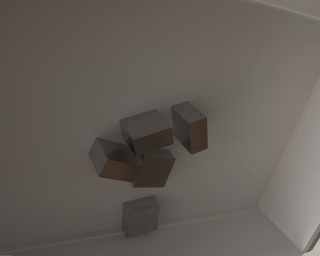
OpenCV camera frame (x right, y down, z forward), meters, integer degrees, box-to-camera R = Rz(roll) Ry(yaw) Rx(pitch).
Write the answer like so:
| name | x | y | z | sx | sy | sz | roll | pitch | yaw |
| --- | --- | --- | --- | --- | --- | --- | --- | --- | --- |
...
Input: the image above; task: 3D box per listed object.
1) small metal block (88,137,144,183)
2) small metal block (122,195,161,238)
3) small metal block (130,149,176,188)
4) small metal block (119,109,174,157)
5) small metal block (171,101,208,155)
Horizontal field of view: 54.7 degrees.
| name | x | y | z | sx | sy | sz | roll | pitch | yaw |
| --- | --- | --- | --- | --- | --- | --- | --- | --- | --- |
| small metal block | -0.056 | 0.040 | 0.387 | 0.050 | 0.050 | 0.025 | 17 | 109 | -35 |
| small metal block | -0.030 | 0.136 | 0.476 | 0.050 | 0.025 | 0.050 | -8 | 122 | -25 |
| small metal block | -0.013 | 0.056 | 0.436 | 0.050 | 0.025 | 0.050 | 7 | 115 | -31 |
| small metal block | -0.017 | 0.005 | 0.386 | 0.050 | 0.050 | 0.025 | -18 | 126 | -18 |
| small metal block | 0.039 | -0.001 | 0.413 | 0.025 | 0.050 | 0.050 | -20 | 126 | -17 |
